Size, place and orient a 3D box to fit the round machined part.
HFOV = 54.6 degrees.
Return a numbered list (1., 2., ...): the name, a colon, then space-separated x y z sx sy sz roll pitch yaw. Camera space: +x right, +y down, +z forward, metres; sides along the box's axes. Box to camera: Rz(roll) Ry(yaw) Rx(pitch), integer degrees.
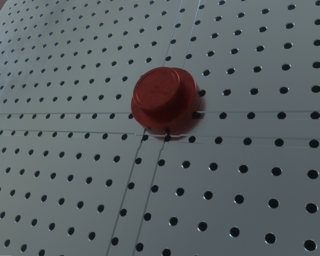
1. round machined part: 0.002 -0.044 0.424 0.098 0.042 0.098 -13 56 21
